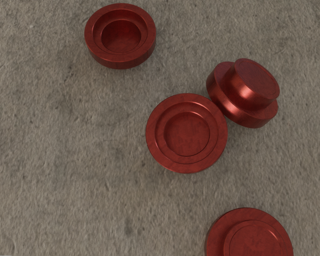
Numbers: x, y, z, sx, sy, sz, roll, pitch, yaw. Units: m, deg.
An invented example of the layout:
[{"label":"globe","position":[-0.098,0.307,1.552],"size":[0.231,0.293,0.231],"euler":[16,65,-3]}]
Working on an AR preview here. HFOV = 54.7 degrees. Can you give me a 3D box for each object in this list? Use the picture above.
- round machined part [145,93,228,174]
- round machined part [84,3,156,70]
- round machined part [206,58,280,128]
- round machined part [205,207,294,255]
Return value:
[{"label":"round machined part","position":[0.034,0.009,0.389],"size":[0.098,0.042,0.098],"euler":[-2,79,9]},{"label":"round machined part","position":[-0.055,-0.126,0.444],"size":[0.099,0.042,0.098],"euler":[0,70,-1]},{"label":"round machined part","position":[0.112,-0.051,0.396],"size":[0.099,0.042,0.098],"euler":[17,47,-19]},{"label":"round machined part","position":[0.102,0.139,0.349],"size":[0.099,0.042,0.098],"euler":[0,70,-1]}]
